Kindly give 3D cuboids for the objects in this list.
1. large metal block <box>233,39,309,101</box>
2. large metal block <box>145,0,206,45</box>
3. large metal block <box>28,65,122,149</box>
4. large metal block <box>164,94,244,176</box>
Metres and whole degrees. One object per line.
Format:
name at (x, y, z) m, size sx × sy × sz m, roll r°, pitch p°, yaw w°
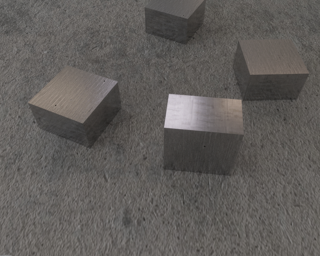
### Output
large metal block at (0.160, -0.087, 0.461) m, size 0.081 × 0.050 × 0.080 m, roll -1°, pitch 50°, yaw -1°
large metal block at (0.028, -0.203, 0.558) m, size 0.080 × 0.050 × 0.080 m, roll 22°, pitch 53°, yaw 17°
large metal block at (-0.109, -0.030, 0.411) m, size 0.080 × 0.050 × 0.080 m, roll 20°, pitch 53°, yaw 16°
large metal block at (0.047, 0.010, 0.360) m, size 0.080 × 0.080 × 0.050 m, roll 5°, pitch 50°, yaw 4°
